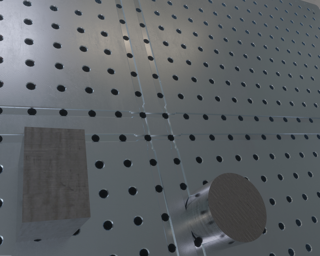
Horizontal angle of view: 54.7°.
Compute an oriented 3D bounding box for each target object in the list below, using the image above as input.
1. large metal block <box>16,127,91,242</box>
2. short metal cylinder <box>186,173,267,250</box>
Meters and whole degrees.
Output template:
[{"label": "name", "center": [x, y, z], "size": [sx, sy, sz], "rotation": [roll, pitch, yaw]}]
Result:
[{"label": "large metal block", "center": [-0.102, 0.054, 0.285], "size": [0.050, 0.080, 0.080], "rotation": [3, 60, -27]}, {"label": "short metal cylinder", "center": [0.079, 0.101, 0.373], "size": [0.081, 0.050, 0.080], "rotation": [14, 56, -21]}]
